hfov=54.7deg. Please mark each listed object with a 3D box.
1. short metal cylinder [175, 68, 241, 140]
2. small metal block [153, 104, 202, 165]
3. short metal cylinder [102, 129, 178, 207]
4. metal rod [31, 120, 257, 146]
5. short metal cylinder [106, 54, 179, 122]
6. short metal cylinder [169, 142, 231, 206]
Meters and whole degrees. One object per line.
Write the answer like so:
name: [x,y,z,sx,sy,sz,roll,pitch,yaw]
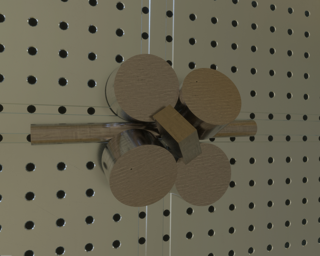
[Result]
short metal cylinder: [0.057,-0.030,0.403,0.081,0.050,0.080,8,64,-16]
small metal block: [0.021,0.008,0.365,0.025,0.050,0.050,-36,144,-11]
short metal cylinder: [-0.026,0.047,0.373,0.081,0.050,0.079,-8,113,-18]
metal rod: [-0.006,0.004,0.406,0.303,0.025,0.025,-2,91,-20]
short metal cylinder: [-0.023,-0.047,0.387,0.081,0.050,0.079,0,90,-20]
short metal cylinder: [0.046,0.058,0.413,0.081,0.050,0.079,0,90,-20]
